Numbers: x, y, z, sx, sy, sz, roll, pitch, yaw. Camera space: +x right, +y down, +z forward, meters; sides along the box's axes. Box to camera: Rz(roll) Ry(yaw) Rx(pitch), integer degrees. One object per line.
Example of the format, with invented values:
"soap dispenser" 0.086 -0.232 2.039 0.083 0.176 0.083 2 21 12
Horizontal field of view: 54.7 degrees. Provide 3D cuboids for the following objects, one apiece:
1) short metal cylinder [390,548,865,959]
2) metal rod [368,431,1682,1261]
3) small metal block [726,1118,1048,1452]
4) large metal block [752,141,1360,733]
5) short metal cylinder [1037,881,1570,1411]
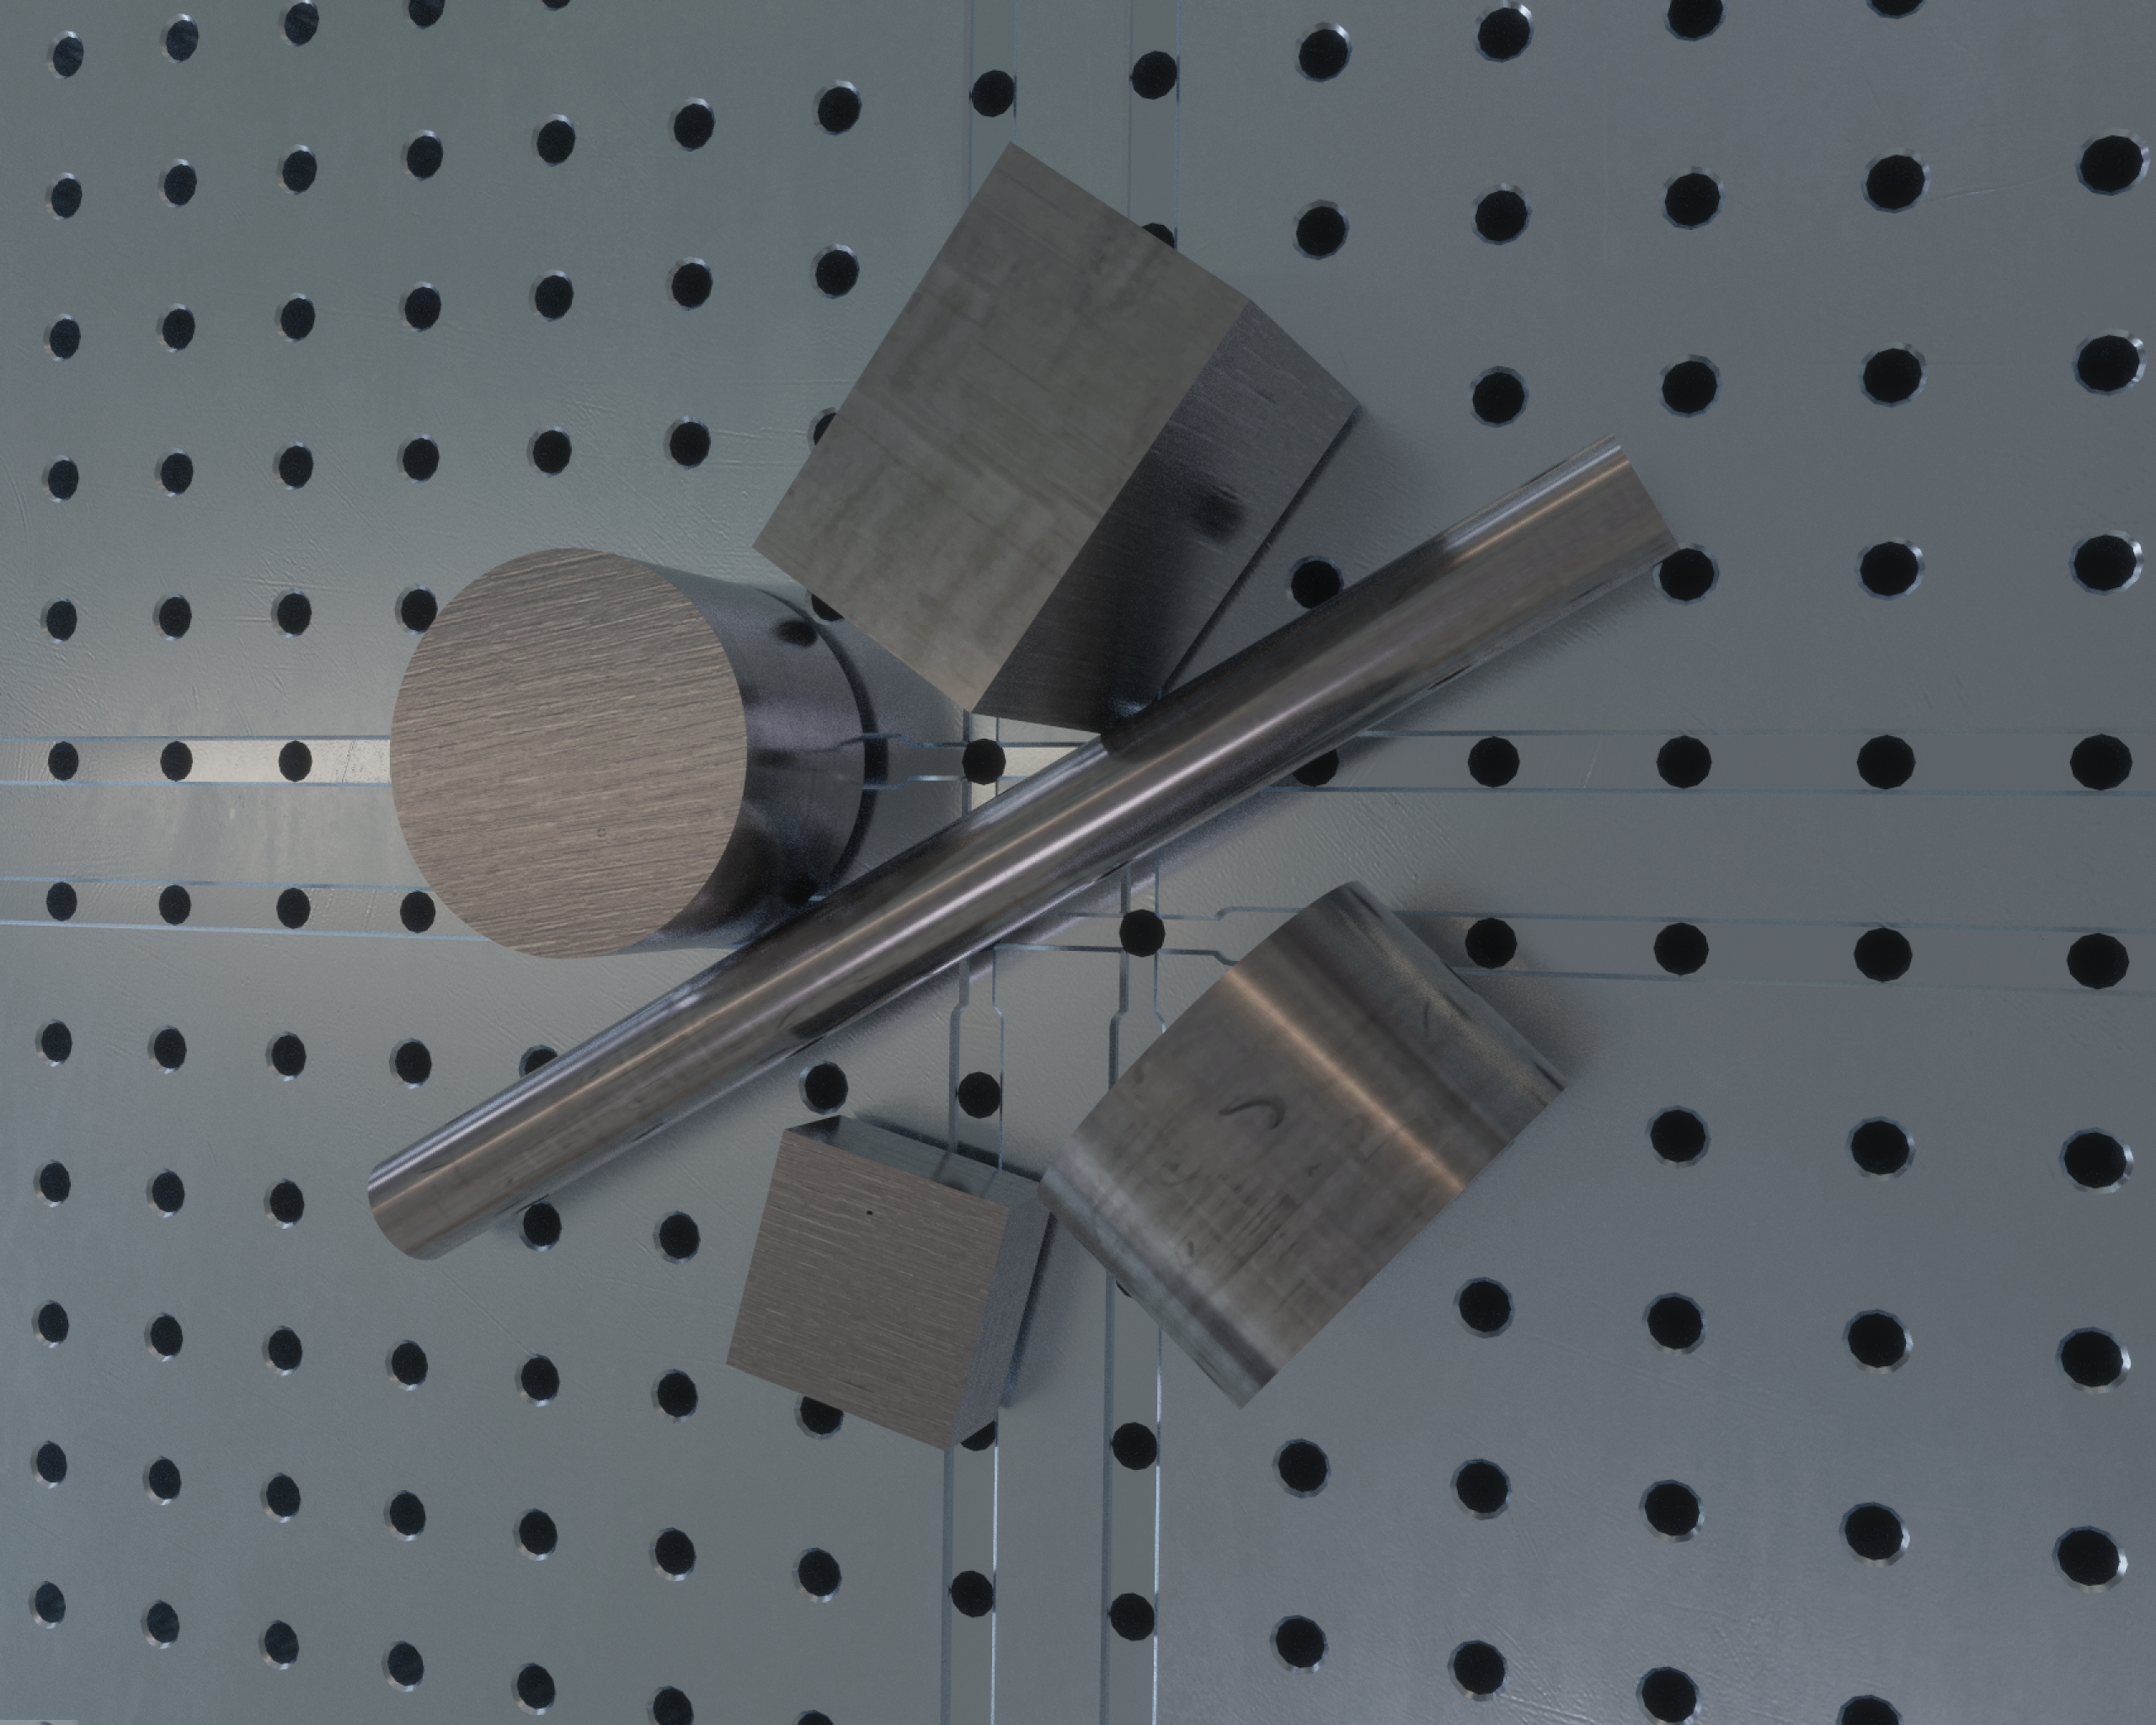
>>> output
"short metal cylinder" -0.091 -0.021 0.427 0.080 0.050 0.079 0 90 20
"metal rod" -0.023 0.005 0.417 0.300 0.025 0.025 -30 80 17
"small metal block" -0.038 0.084 0.422 0.050 0.025 0.050 16 95 19
"large metal block" -0.001 -0.072 0.380 0.050 0.080 0.080 38 102 16
"short metal cylinder" 0.039 0.049 0.366 0.050 0.080 0.080 45 104 14
